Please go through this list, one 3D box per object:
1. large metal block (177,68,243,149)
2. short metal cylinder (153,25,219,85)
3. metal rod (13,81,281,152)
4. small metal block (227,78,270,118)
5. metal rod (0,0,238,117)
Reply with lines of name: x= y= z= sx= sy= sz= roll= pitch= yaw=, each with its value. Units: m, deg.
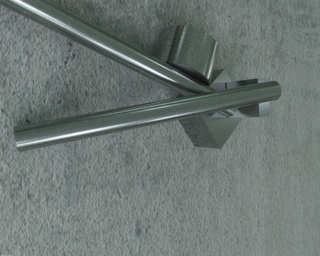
large metal block: x=0.072 y=-0.028 z=0.451 sx=0.080 sy=0.050 sz=0.080 roll=-48 pitch=119 yaw=-28
short metal cylinder: x=0.030 y=-0.087 z=0.399 sx=0.080 sy=0.080 sz=0.050 roll=26 pitch=74 yaw=-37
metal rod: x=0.004 y=-0.018 z=0.342 sx=0.302 sy=0.025 sz=0.025 roll=-12 pitch=98 yaw=-19
small metal block: x=0.120 y=-0.040 z=0.424 sx=0.025 sy=0.050 sz=0.050 roll=-5 pitch=94 yaw=-40
metal rod: x=-0.030 y=-0.078 z=0.345 sx=0.302 sy=0.025 sz=0.025 roll=23 pitch=75 yaw=-26
